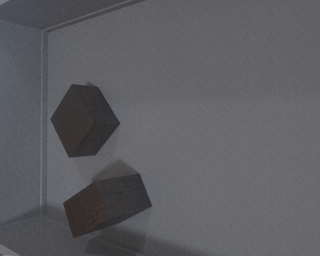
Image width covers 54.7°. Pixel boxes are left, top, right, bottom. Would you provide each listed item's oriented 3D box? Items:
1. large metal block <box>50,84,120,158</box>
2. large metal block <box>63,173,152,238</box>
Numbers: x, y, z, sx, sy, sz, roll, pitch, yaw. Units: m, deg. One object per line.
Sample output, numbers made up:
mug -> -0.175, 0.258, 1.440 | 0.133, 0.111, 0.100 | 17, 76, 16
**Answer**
large metal block -> -0.120, -0.011, 0.490 | 0.080, 0.050, 0.080 | -48, 61, 29
large metal block -> -0.073, 0.107, 0.431 | 0.080, 0.081, 0.050 | -36, 68, 34
